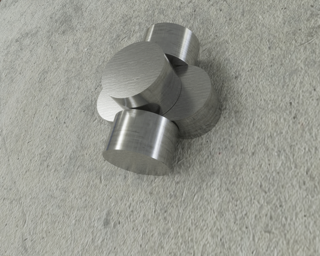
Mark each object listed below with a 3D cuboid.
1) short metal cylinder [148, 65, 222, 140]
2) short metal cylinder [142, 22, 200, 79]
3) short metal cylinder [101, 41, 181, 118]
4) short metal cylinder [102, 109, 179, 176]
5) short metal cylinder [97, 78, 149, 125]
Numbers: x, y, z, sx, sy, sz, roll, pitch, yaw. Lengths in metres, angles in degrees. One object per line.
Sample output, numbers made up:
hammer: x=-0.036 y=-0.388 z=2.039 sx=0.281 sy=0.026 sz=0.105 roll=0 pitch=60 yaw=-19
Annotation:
short metal cylinder: x=0.032 y=-0.032 z=0.391 sx=0.080 sy=0.050 sz=0.080 roll=-13 pitch=56 yaw=20
short metal cylinder: x=0.011 y=-0.096 z=0.423 sx=0.080 sy=0.080 sz=0.050 roll=0 pitch=62 yaw=28
short metal cylinder: x=-0.021 y=-0.055 z=0.368 sx=0.080 sy=0.050 sz=0.080 roll=-13 pitch=56 yaw=20
short metal cylinder: x=-0.022 y=0.020 z=0.369 sx=0.080 sy=0.080 sz=0.050 roll=0 pitch=62 yaw=28
short metal cylinder: x=-0.038 y=-0.032 z=0.427 sx=0.080 sy=0.050 sz=0.080 roll=-13 pitch=56 yaw=20
